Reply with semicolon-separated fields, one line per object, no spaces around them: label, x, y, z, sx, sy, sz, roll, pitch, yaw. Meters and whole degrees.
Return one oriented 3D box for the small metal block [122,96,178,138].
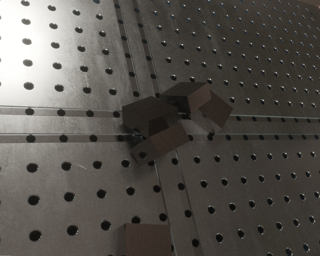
small metal block;-0.013;-0.015;0.396;0.050;0.025;0.050;-25;39;-37

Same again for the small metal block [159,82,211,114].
small metal block;0.036;-0.044;0.437;0.050;0.050;0.025;-36;121;-39

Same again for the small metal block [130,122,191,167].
small metal block;0.000;0.021;0.379;0.050;0.050;0.025;-24;85;-37

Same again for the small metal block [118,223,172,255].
small metal block;-0.016;0.128;0.322;0.050;0.025;0.050;11;57;-23

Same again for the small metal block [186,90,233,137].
small metal block;0.076;-0.024;0.466;0.050;0.025;0.050;39;51;-2
